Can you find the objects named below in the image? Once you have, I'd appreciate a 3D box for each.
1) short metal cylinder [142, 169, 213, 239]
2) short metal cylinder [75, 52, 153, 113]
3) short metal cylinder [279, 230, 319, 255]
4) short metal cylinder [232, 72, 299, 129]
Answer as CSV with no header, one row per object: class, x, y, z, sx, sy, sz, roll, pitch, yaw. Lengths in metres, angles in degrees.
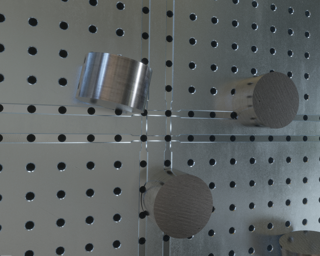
short metal cylinder,0.022,0.097,0.407,0.081,0.050,0.079,0,90,-20
short metal cylinder,-0.053,-0.051,0.364,0.081,0.080,0.050,13,86,-20
short metal cylinder,0.225,0.195,0.467,0.081,0.080,0.050,-10,94,-20
short metal cylinder,0.154,-0.039,0.456,0.081,0.050,0.079,0,90,-20
